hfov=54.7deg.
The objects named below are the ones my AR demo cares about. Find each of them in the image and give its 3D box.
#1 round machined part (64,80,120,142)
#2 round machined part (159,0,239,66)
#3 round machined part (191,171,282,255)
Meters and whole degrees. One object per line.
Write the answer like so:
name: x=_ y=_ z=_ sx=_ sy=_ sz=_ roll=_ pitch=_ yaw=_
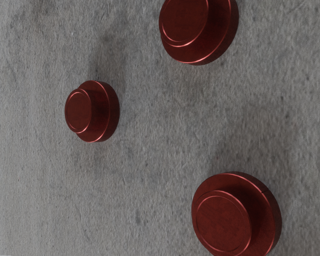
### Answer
round machined part: x=-0.112 y=-0.026 z=0.483 sx=0.098 sy=0.042 sz=0.097 roll=0 pitch=90 yaw=39
round machined part: x=0.037 y=-0.125 z=0.362 sx=0.098 sy=0.042 sz=0.097 roll=0 pitch=90 yaw=39
round machined part: x=0.074 y=0.097 z=0.332 sx=0.098 sy=0.042 sz=0.097 roll=0 pitch=90 yaw=39
